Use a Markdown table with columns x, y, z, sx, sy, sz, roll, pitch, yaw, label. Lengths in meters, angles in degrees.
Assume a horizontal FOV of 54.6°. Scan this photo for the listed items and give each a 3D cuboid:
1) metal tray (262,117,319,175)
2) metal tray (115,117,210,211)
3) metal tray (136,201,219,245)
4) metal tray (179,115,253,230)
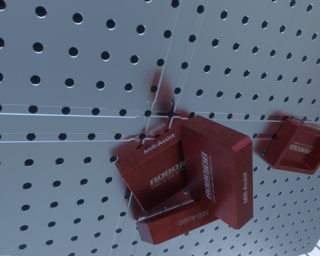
| x | y | z | sx | sy | sz | roll | pitch | yaw | label |
| --- | --- | --- | --- | --- | --- | --- | --- | --- | --- |
| 0.260 | 0.037 | 0.571 | 0.131 | 0.030 | 0.089 | 12 | 112 | -33 | metal tray |
| 0.013 | 0.053 | 0.447 | 0.131 | 0.030 | 0.090 | -31 | 129 | -9 | metal tray |
| 0.036 | 0.138 | 0.476 | 0.131 | 0.030 | 0.090 | -15 | 169 | -20 | metal tray |
| 0.073 | 0.056 | 0.396 | 0.030 | 0.090 | 0.129 | -29 | 125 | -28 | metal tray |
